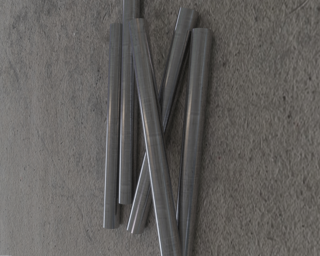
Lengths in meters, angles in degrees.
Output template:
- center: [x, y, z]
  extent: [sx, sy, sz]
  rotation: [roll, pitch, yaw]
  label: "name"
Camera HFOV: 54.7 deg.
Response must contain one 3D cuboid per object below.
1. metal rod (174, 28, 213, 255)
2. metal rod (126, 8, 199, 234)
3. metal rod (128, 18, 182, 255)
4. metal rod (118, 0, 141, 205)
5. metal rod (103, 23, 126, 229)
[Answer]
- center: [0.037, 0.034, 0.373]
  extent: [0.025, 0.025, 0.298]
  rotation: [8, 95, 40]
  label: "metal rod"
- center: [0.000, 0.000, 0.404]
  extent: [0.025, 0.025, 0.298]
  rotation: [23, 104, 38]
  label: "metal rod"
- center: [-0.007, 0.013, 0.376]
  extent: [0.025, 0.025, 0.298]
  rotation: [-14, 81, 39]
  label: "metal rod"
- center: [-0.043, -0.043, 0.440]
  extent: [0.025, 0.025, 0.298]
  rotation: [2, 92, 40]
  label: "metal rod"
- center: [-0.067, -0.002, 0.460]
  extent: [0.025, 0.025, 0.298]
  rotation: [4, 92, 40]
  label: "metal rod"
